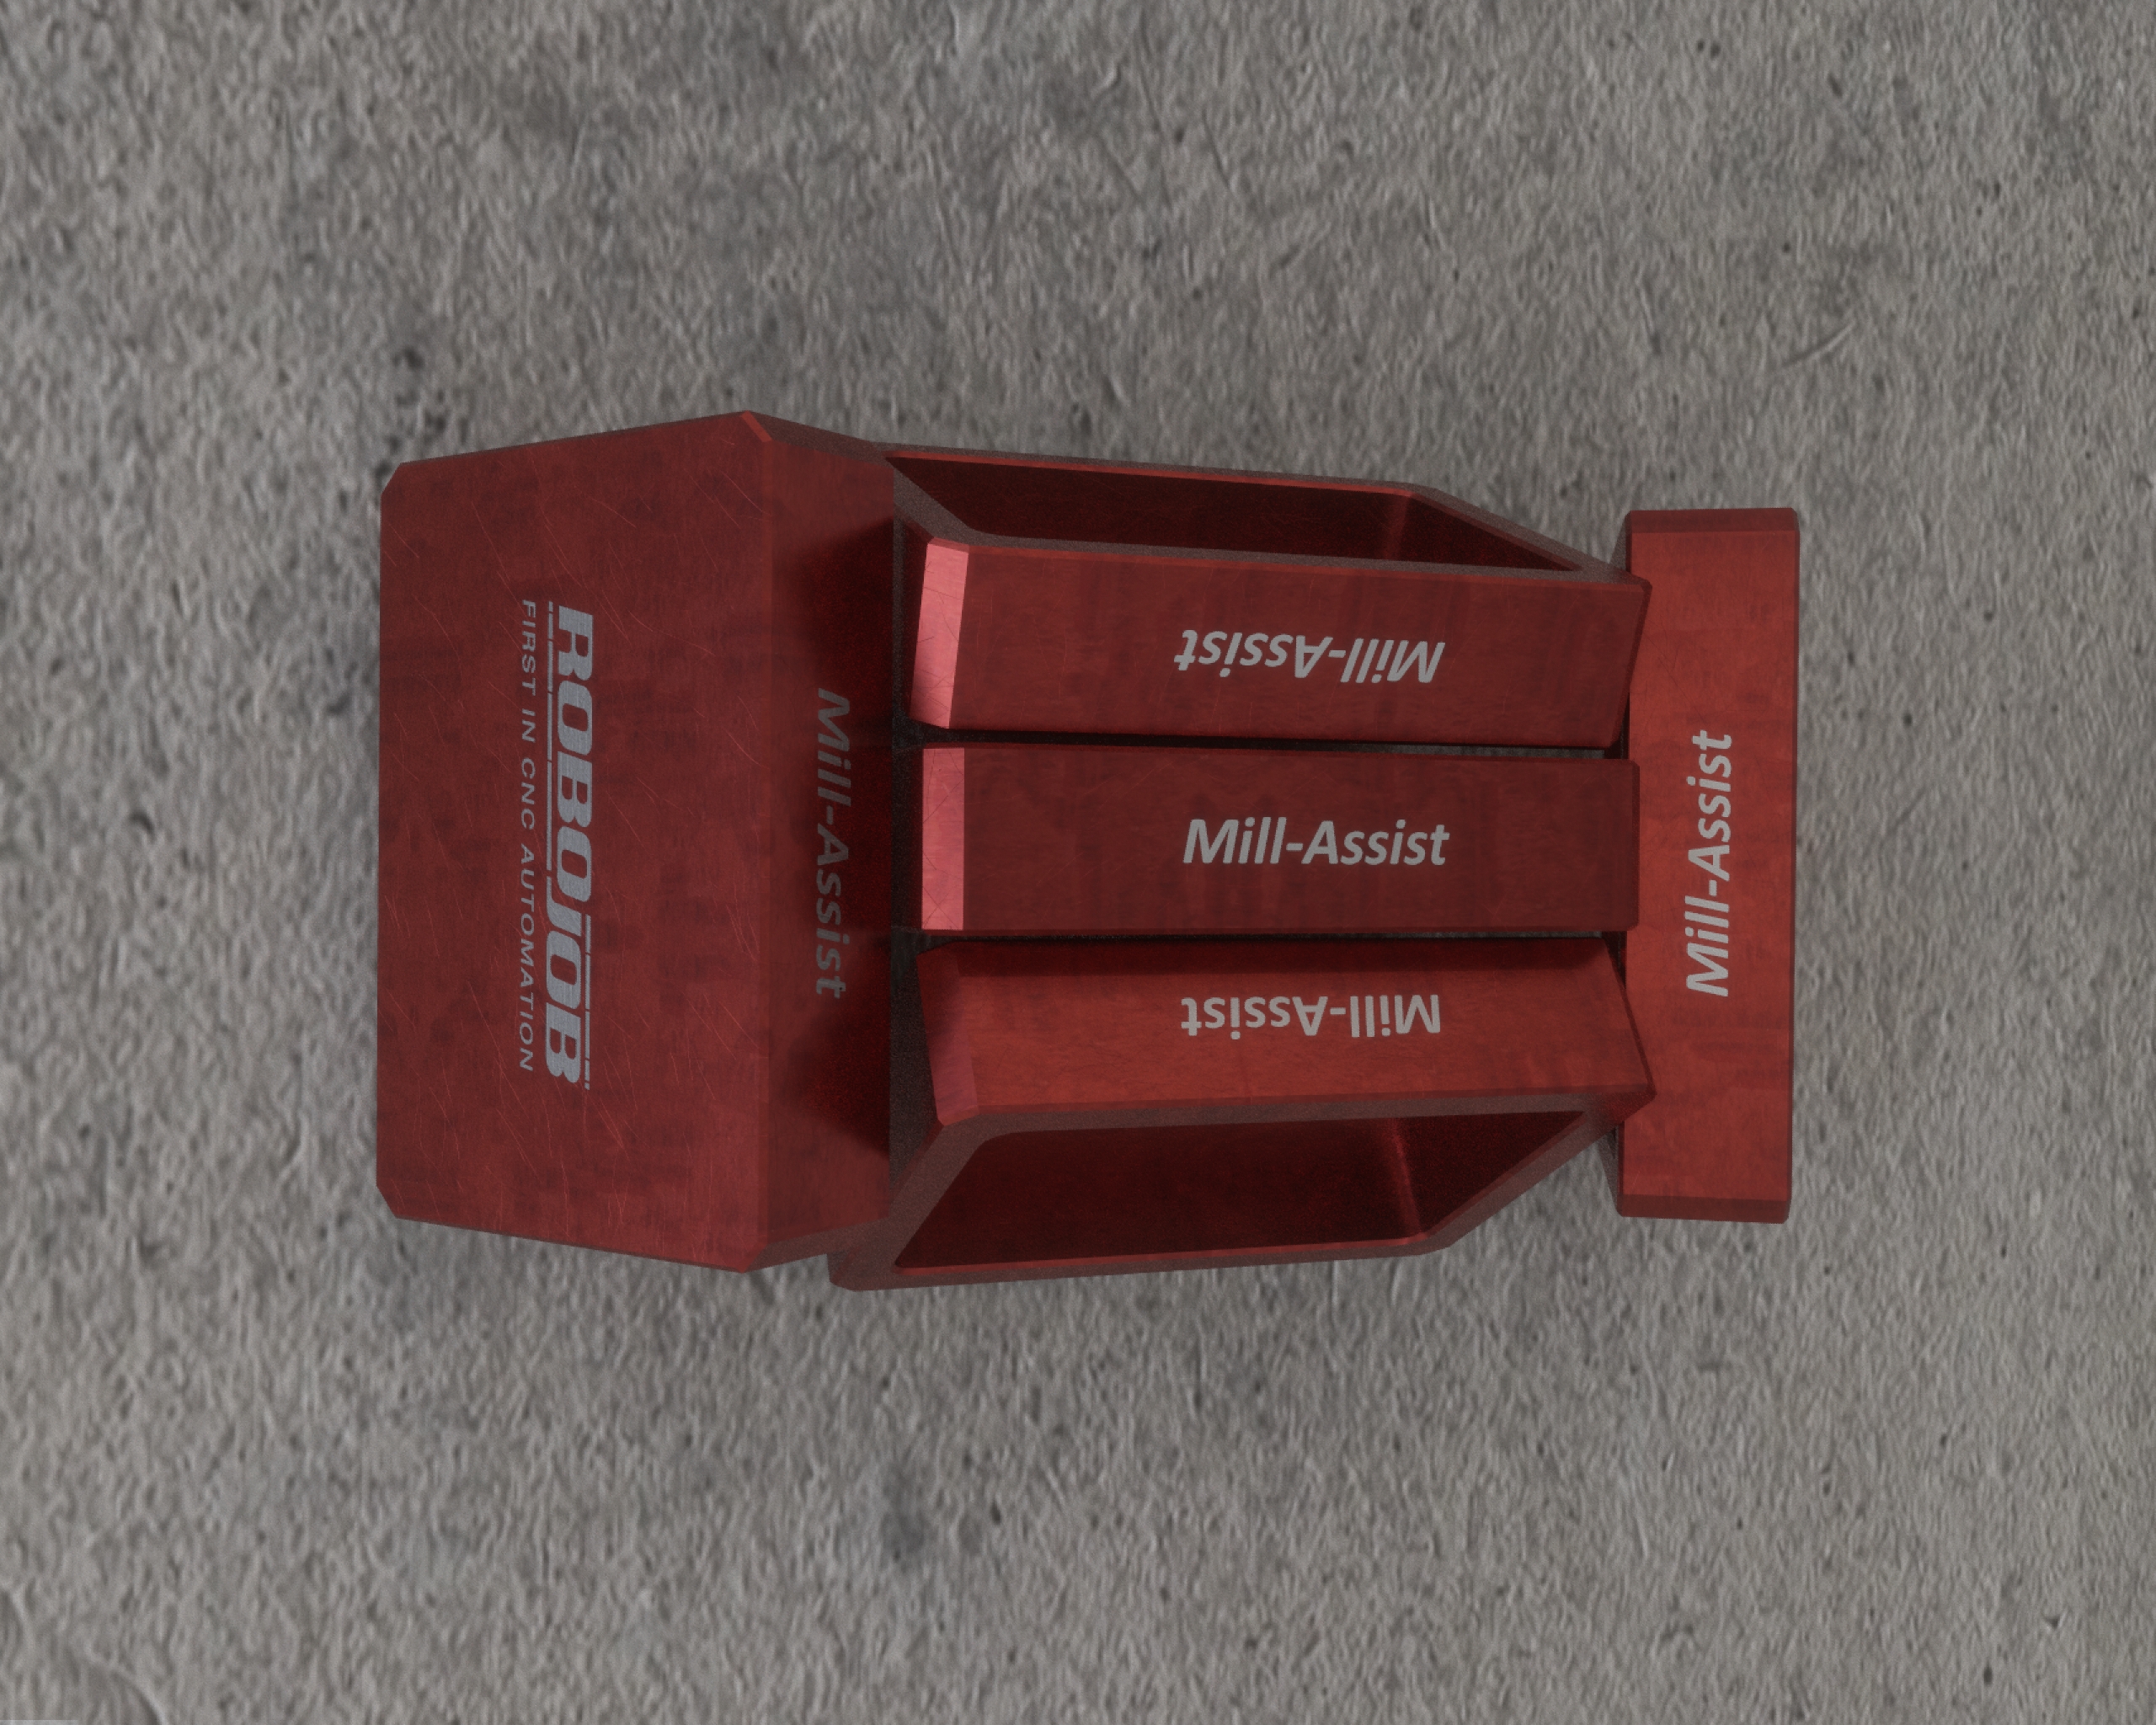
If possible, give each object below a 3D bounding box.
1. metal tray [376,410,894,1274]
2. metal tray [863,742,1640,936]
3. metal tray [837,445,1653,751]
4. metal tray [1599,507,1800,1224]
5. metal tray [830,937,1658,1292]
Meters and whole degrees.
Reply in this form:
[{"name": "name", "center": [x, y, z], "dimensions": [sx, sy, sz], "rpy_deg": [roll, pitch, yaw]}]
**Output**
[{"name": "metal tray", "center": [-0.075, -0.003, 0.346], "dimensions": [0.030, 0.090, 0.129], "rpy_deg": [0, 90, -56]}, {"name": "metal tray", "center": [0.024, -0.004, 0.383], "dimensions": [0.131, 0.090, 0.030], "rpy_deg": [0, 90, -20]}, {"name": "metal tray", "center": [0.024, -0.050, 0.380], "dimensions": [0.131, 0.090, 0.030], "rpy_deg": [0, 111, -20]}, {"name": "metal tray", "center": [0.122, 0.000, 0.418], "dimensions": [0.030, 0.090, 0.129], "rpy_deg": [1, 90, 12]}, {"name": "metal tray", "center": [0.026, 0.047, 0.382], "dimensions": [0.131, 0.090, 0.030], "rpy_deg": [1, 61, -20]}]
